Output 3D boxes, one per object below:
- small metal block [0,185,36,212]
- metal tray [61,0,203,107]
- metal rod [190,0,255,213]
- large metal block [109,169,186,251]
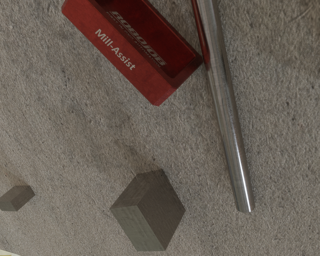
[{"bbox_3d":[-0.294,0.143,0.630,0.050,0.050,0.025,-8,115,31],"label":"small metal block"},{"bbox_3d":[-0.022,-0.093,0.317,0.130,0.090,0.030,45,129,-4],"label":"metal tray"},{"bbox_3d":[0.073,-0.027,0.350,0.025,0.025,0.298,-3,117,29],"label":"metal rod"},{"bbox_3d":[-0.015,0.119,0.451,0.050,0.080,0.080,-17,110,34],"label":"large metal block"}]
